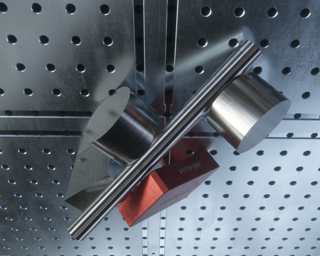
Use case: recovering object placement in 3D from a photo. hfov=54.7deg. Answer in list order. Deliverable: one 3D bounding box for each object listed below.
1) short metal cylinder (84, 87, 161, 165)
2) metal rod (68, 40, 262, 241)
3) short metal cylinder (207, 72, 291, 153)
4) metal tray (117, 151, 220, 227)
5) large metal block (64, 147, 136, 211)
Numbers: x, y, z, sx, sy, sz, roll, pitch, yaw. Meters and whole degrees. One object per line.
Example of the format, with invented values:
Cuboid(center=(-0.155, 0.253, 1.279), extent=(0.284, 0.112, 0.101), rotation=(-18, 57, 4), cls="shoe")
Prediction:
Cuboid(center=(-0.045, -0.003, 0.372), extent=(0.080, 0.080, 0.050), rotation=(-36, 122, 26), cls="short metal cylinder")
Cuboid(center=(0.000, 0.020, 0.358), extent=(0.299, 0.025, 0.025), rotation=(-47, 119, 7), cls="metal rod")
Cuboid(center=(0.101, -0.017, 0.356), extent=(0.080, 0.050, 0.080), rotation=(-32, 152, -19), cls="short metal cylinder")
Cuboid(center=(0.015, 0.080, 0.425), extent=(0.131, 0.030, 0.090), rotation=(-11, 148, -51), cls="metal tray")
Cuboid(center=(-0.077, 0.064, 0.428), extent=(0.080, 0.080, 0.050), rotation=(-32, 123, 24), cls="large metal block")
